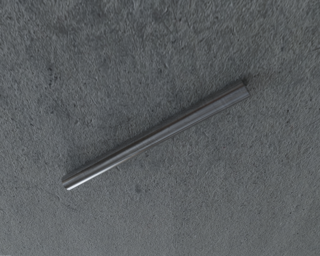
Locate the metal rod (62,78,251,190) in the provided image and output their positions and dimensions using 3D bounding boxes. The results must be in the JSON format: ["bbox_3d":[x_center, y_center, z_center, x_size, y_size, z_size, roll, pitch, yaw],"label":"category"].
[{"bbox_3d":[-0.020,0.018,0.424,0.300,0.025,0.025,-28,125,22],"label":"metal rod"}]
